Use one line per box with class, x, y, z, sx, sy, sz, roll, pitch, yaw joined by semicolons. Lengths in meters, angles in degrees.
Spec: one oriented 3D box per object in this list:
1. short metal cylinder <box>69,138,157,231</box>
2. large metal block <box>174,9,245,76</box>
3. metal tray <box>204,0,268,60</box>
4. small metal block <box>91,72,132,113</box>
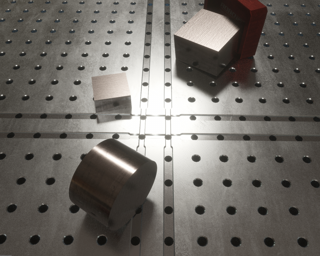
short metal cylinder;-0.047;0.058;0.323;0.050;0.080;0.080;28;55;21
large metal block;0.080;-0.140;0.503;0.080;0.050;0.080;29;62;25
metal tray;0.120;-0.189;0.525;0.030;0.089;0.130;-19;53;-16
small metal block;-0.071;-0.052;0.451;0.050;0.025;0.050;-9;51;-8
